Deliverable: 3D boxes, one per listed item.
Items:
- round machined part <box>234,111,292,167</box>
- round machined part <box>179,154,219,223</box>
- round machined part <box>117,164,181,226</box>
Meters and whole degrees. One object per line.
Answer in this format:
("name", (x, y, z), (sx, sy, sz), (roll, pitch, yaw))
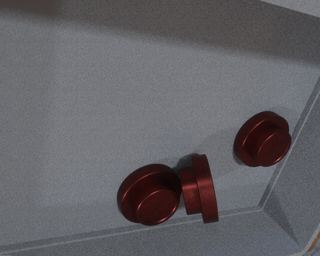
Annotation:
("round machined part", (0.174, 0.025, 0.508), (0.099, 0.042, 0.097), (-14, 124, -21))
("round machined part", (0.054, 0.089, 0.452), (0.042, 0.098, 0.097), (-10, 126, 4))
("round machined part", (-0.010, 0.105, 0.457), (0.099, 0.042, 0.097), (-14, 124, -21))
